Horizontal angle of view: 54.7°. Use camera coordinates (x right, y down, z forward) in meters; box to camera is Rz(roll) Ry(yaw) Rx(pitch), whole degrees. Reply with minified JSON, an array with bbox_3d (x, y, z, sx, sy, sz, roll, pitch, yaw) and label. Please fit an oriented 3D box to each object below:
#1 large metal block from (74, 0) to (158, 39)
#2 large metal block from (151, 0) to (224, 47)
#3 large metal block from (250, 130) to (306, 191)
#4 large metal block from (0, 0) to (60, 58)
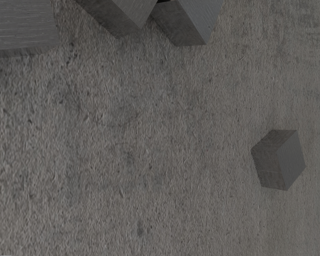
[{"bbox_3d":[-0.047,-0.162,0.349,0.080,0.050,0.080,39,67,-33],"label":"large metal block"},{"bbox_3d":[0.036,-0.166,0.407,0.080,0.050,0.080,41,65,-47],"label":"large metal block"},{"bbox_3d":[0.220,0.057,0.573,0.081,0.050,0.080,-33,111,-35],"label":"large metal block"},{"bbox_3d":[-0.144,-0.104,0.268,0.081,0.050,0.079,-18,102,-39],"label":"large metal block"}]
